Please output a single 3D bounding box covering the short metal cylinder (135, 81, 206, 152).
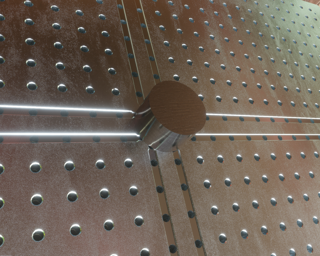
[{"bbox_3d":[0.013,-0.015,0.408,0.081,0.050,0.080,13,56,-21],"label":"short metal cylinder"}]
